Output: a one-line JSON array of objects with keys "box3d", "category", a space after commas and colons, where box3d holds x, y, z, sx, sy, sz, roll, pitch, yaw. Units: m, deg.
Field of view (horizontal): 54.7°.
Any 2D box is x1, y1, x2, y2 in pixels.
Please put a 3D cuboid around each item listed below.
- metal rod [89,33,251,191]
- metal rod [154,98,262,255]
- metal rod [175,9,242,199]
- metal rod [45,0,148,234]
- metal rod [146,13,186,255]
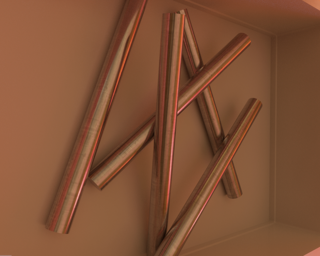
[{"box3d": [0.025, -0.035, 0.404, 0.301, 0.025, 0.025, -44, 117, -23], "category": "metal rod"}, {"box3d": [0.075, 0.065, 0.432, 0.301, 0.025, 0.025, -52, 121, -29], "category": "metal rod"}, {"box3d": [0.074, -0.026, 0.468, 0.025, 0.025, 0.298, -32, 110, -35], "category": "metal rod"}, {"box3d": [-0.064, -0.035, 0.352, 0.025, 0.025, 0.299, 27, 73, -37], "category": "metal rod"}, {"box3d": [0.005, 0.023, 0.367, 0.025, 0.025, 0.298, -8, 108, -40], "category": "metal rod"}]
